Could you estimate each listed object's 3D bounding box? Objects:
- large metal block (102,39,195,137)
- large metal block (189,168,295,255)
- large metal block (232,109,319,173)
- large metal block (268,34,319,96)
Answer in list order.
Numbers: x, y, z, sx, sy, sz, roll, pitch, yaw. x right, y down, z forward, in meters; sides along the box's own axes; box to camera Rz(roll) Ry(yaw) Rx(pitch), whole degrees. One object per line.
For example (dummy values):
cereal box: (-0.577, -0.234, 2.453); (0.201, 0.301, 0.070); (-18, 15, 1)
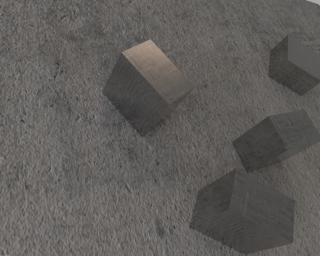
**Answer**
large metal block: (-0.017, -0.048, 0.388); (0.080, 0.080, 0.050); (48, 51, 5)
large metal block: (0.093, 0.099, 0.358); (0.080, 0.080, 0.050); (29, 52, -10)
large metal block: (0.167, 0.019, 0.447); (0.081, 0.080, 0.050); (-10, 67, -32)
large metal block: (0.263, -0.122, 0.603); (0.080, 0.050, 0.080); (27, 52, -12)
